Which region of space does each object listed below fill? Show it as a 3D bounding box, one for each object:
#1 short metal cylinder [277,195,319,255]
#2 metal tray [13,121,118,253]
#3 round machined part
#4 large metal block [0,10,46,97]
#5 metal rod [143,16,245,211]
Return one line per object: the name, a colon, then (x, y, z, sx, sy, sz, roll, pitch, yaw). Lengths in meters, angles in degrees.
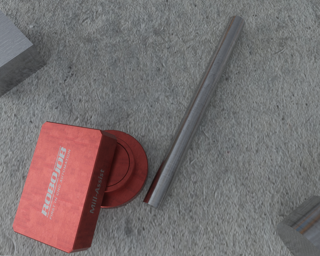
short metal cylinder: (0.177, 0.121, 0.337, 0.050, 0.080, 0.080, -35, 74, -12)
metal tray: (-0.108, 0.062, 0.352, 0.090, 0.030, 0.129, 8, 79, 26)
round machined part: (-0.064, 0.048, 0.381, 0.099, 0.042, 0.098, 0, 70, -1)
large metal block: (-0.223, -0.103, 0.430, 0.080, 0.050, 0.080, -41, 76, -14)
metal rod: (0.054, -0.033, 0.420, 0.025, 0.025, 0.300, 24, 71, 8)
